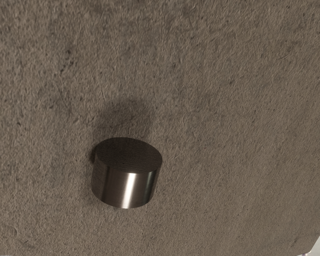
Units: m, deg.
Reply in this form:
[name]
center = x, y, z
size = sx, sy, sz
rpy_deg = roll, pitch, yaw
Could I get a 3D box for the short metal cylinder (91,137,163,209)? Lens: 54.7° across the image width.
[short metal cylinder]
center = -0.042, 0.053, 0.383
size = 0.081, 0.080, 0.050
rpy_deg = -1, 119, -29
